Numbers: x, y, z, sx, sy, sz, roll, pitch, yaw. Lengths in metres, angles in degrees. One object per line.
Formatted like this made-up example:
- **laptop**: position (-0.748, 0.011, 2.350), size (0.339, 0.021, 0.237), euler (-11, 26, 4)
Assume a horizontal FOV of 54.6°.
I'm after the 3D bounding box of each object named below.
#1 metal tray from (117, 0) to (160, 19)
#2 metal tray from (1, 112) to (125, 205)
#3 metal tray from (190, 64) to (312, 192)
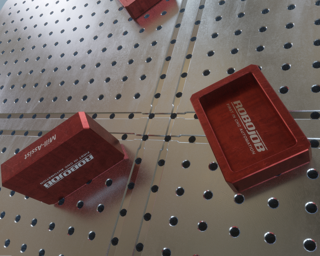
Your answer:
- **metal tray**: position (-0.045, -0.274, 0.598), size (0.090, 0.030, 0.130), euler (-36, 51, 4)
- **metal tray**: position (-0.124, 0.044, 0.405), size (0.130, 0.090, 0.030), euler (-33, 51, 6)
- **metal tray**: position (0.098, -0.004, 0.356), size (0.090, 0.030, 0.130), euler (-27, 52, 11)
